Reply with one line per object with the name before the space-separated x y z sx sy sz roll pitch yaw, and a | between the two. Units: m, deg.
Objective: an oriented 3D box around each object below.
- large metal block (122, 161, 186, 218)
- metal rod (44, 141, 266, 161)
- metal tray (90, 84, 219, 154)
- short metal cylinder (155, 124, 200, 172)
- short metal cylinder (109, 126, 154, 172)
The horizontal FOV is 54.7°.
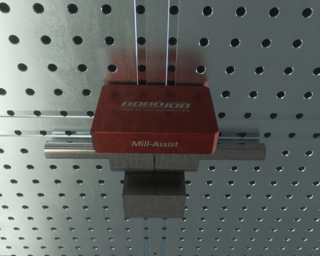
large metal block | -0.008 0.078 0.437 0.081 0.080 0.050 1 130 -1
metal rod | -0.006 0.032 0.434 0.302 0.025 0.025 1 130 -1
metal tray | -0.005 -0.012 0.353 0.131 0.090 0.030 1 130 -1
short metal cylinder | 0.020 0.014 0.384 0.050 0.080 0.079 1 130 -1
short metal cylinder | -0.033 0.014 0.384 0.050 0.080 0.079 0 130 -1
